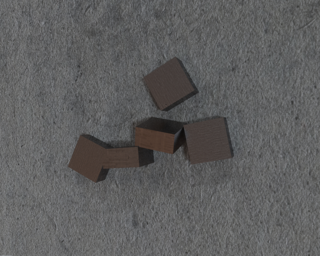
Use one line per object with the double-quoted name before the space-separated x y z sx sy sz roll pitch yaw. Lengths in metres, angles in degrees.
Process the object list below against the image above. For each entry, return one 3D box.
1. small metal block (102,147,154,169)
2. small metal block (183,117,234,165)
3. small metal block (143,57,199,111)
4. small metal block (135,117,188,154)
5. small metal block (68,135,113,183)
"small metal block" -0.041 0.037 0.410 0.050 0.050 0.025 -5 89 20
"small metal block" 0.061 0.016 0.387 0.050 0.025 0.050 -12 86 19
"small metal block" 0.015 -0.056 0.404 0.050 0.025 0.050 -31 80 17
"small metal block" 0.002 0.008 0.392 0.050 0.050 0.025 11 110 20
"small metal block" -0.096 0.043 0.443 0.050 0.025 0.050 26 98 18
